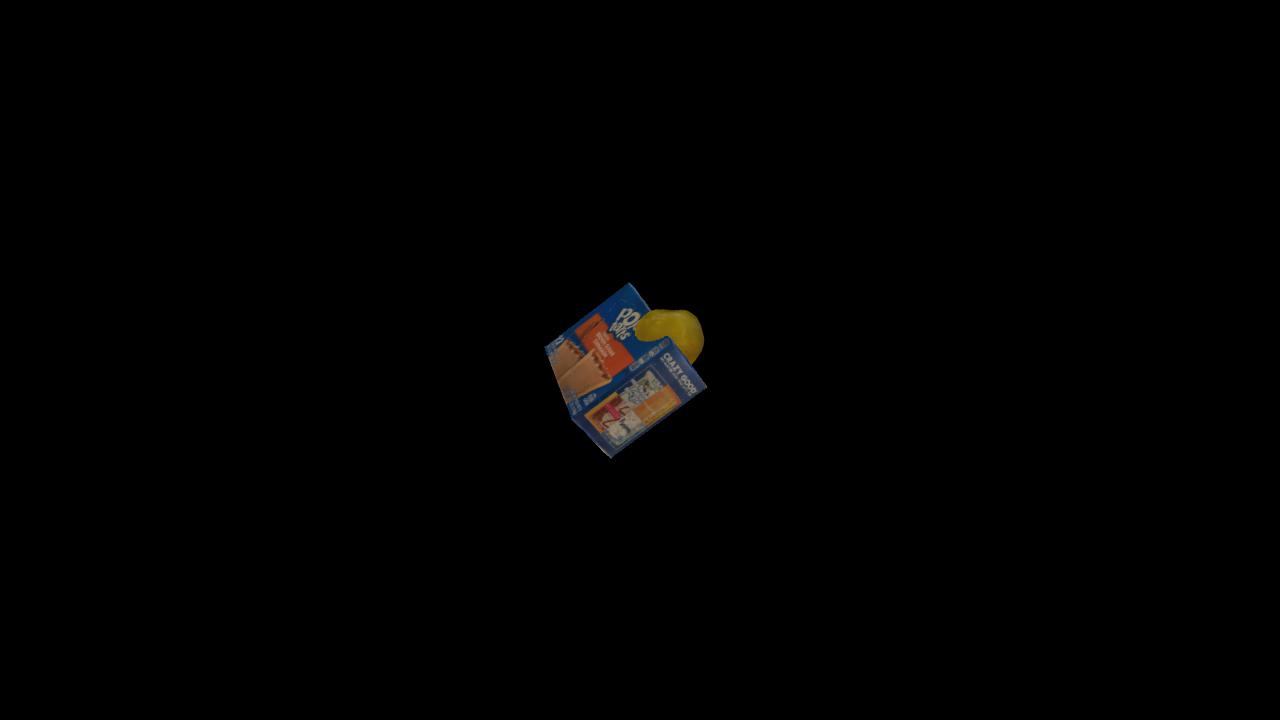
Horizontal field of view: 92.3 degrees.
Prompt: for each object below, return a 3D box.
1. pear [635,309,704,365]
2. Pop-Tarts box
[{"bbox_3d":[0.033,-0.002,0.703,0.080,0.111,0.080,0,8,0],"label":"pear"},{"bbox_3d":[-0.024,0.007,0.743,0.141,0.083,0.167,-36,36,4],"label":"Pop-Tarts box"}]
